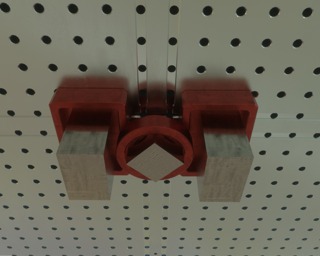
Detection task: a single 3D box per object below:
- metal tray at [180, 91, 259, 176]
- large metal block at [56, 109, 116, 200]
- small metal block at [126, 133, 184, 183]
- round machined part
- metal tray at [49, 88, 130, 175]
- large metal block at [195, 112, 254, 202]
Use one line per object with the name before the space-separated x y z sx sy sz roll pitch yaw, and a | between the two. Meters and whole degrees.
metal tray | 0.072 0.012 0.418 0.091 0.030 0.129 0 130 0
large metal block | -0.086 0.033 0.385 0.050 0.080 0.079 1 130 -1
small metal block | -0.006 0.036 0.389 0.050 0.025 0.050 37 121 -27
round machined part | -0.007 0.022 0.407 0.099 0.042 0.097 0 130 0
metal tray | -0.086 0.010 0.414 0.091 0.030 0.129 0 130 -1
large metal block | 0.075 0.036 0.389 0.050 0.080 0.079 1 130 -1
